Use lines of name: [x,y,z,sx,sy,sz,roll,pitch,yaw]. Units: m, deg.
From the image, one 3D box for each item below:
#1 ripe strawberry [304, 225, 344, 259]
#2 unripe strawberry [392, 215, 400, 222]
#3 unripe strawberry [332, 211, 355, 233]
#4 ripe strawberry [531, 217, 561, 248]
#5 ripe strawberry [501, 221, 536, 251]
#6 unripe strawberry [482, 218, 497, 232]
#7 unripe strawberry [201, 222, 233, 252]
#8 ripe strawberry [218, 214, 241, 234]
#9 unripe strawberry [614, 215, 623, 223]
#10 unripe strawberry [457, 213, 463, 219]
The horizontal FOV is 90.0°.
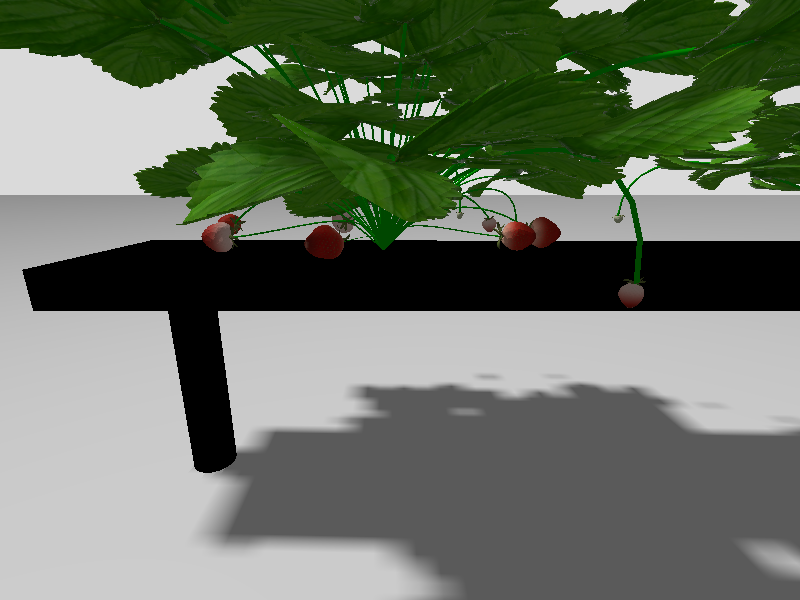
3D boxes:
ripe strawberry: [-0.058,-0.043,0.300,0.029,0.025,0.029,14,22,39]
unripe strawberry: [-0.004,-0.112,0.549,0.014,0.013,0.013,1,16,3]
unripe strawberry: [-0.068,-0.095,0.479,0.027,0.029,0.030,-6,17,-21]
ripe strawberry: [0.132,-0.061,0.364,0.029,0.028,0.026,0,16,-7]
ripe strawberry: [0.100,-0.054,0.340,0.028,0.024,0.028,2,16,4]
unripe strawberry: [0.108,-0.090,0.484,0.017,0.017,0.015,14,43,39]
unripe strawberry: [-0.153,-0.053,0.336,0.024,0.025,0.022,-2,16,-5]
ripe strawberry: [-0.191,-0.084,0.445,0.026,0.022,0.026,3,16,30]
unripe strawberry: [0.261,-0.097,0.479,0.010,0.010,0.009,12,20,36]
unripe strawberry: [0.083,-0.117,0.557,0.009,0.010,0.010,7,18,23]
